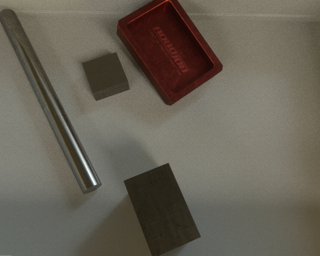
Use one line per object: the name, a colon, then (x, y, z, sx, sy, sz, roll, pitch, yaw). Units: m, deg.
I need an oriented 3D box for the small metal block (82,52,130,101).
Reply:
small metal block: (-0.076, -0.072, 0.435, 0.050, 0.025, 0.050, -20, 71, -8)

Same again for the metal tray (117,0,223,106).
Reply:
metal tray: (0.013, -0.108, 0.427, 0.090, 0.030, 0.130, -35, 91, -12)

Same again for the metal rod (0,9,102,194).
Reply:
metal rod: (-0.157, -0.048, 0.425, 0.025, 0.025, 0.299, -28, 73, -10)

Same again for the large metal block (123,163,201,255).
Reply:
large metal block: (0.001, 0.093, 0.346, 0.050, 0.080, 0.080, -21, 72, -8)
